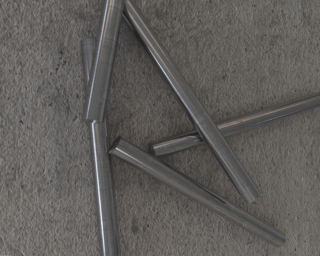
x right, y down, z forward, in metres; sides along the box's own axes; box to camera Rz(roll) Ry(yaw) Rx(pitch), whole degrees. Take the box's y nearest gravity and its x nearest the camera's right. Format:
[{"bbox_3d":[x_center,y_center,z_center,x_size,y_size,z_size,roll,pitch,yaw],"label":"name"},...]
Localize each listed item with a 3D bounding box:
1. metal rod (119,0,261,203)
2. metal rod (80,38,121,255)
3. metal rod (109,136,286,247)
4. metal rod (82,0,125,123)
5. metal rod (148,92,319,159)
[{"bbox_3d":[0.040,-0.031,0.402,0.025,0.025,0.299,-35,94,-17],"label":"metal rod"},{"bbox_3d":[-0.071,0.042,0.382,0.025,0.025,0.298,-6,92,-20],"label":"metal rod"},{"bbox_3d":[0.065,0.096,0.423,0.301,0.025,0.025,33,80,-21],"label":"metal rod"},{"bbox_3d":[-0.055,-0.153,0.371,0.025,0.025,0.299,11,80,-20],"label":"metal rod"},{"bbox_3d":[0.127,-0.008,0.455,0.302,0.025,0.025,-16,96,-19],"label":"metal rod"}]
